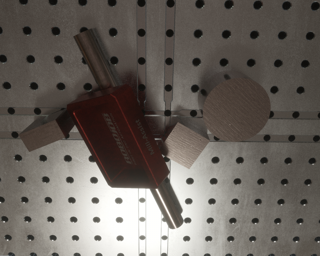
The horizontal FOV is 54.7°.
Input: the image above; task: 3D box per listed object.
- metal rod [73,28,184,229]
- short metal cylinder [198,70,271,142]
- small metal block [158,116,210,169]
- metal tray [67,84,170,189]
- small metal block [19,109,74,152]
[{"bbox_3d":[-0.034,0.015,0.418,0.025,0.025,0.299,-22,109,7],"label":"metal rod"},{"bbox_3d":[0.091,-0.029,0.391,0.081,0.050,0.079,0,110,-1],"label":"short metal cylinder"},{"bbox_3d":[0.031,0.020,0.421,0.050,0.025,0.050,30,107,-11],"label":"small metal block"},{"bbox_3d":[-0.052,0.016,0.391,0.090,0.030,0.129,-8,115,38],"label":"metal tray"},{"bbox_3d":[-0.143,0.001,0.399,0.050,0.050,0.025,-21,109,7],"label":"small metal block"}]
